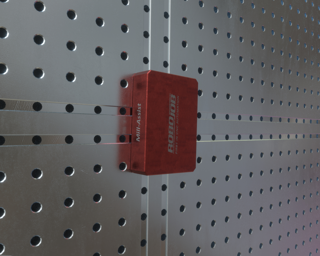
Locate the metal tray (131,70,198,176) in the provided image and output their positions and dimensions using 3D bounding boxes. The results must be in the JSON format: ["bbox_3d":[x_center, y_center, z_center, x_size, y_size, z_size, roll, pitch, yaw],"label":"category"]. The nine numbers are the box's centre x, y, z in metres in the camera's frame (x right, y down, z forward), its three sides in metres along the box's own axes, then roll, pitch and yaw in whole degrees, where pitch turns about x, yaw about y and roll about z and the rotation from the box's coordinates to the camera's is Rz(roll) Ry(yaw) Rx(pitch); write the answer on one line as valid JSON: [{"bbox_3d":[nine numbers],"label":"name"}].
[{"bbox_3d":[0.008,-0.005,0.414,0.091,0.030,0.129,3,88,-40],"label":"metal tray"}]
